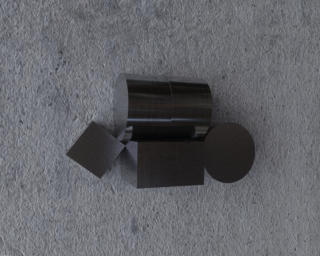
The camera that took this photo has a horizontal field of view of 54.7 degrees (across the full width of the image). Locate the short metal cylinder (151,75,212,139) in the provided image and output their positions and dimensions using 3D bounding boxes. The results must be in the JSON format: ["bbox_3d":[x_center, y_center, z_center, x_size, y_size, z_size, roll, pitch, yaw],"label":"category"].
[{"bbox_3d":[0.024,-0.025,0.390,0.050,0.080,0.079,1,90,-20],"label":"short metal cylinder"}]

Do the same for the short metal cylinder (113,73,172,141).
[{"bbox_3d":[-0.023,-0.025,0.373,0.050,0.080,0.079,1,90,-20],"label":"short metal cylinder"}]

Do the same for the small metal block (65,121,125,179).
[{"bbox_3d":[-0.080,0.026,0.381,0.050,0.025,0.050,40,77,-16],"label":"small metal block"}]

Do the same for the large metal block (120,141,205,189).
[{"bbox_3d":[0.000,0.040,0.382,0.081,0.080,0.050,1,90,-20],"label":"large metal block"}]

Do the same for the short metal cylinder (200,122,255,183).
[{"bbox_3d":[0.082,0.032,0.427,0.081,0.050,0.079,0,90,-20],"label":"short metal cylinder"}]
